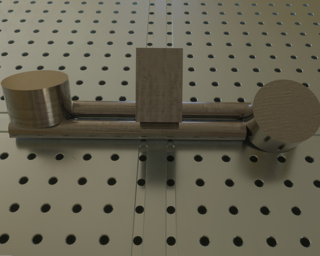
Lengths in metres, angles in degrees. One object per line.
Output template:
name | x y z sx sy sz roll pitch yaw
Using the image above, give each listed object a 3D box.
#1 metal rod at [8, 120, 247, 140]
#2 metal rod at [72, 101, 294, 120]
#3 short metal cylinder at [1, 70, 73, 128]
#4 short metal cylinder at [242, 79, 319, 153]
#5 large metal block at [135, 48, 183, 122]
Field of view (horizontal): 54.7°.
metal rod | -0.041 0.002 0.404 0.302 0.025 0.025 1 50 0
metal rod | 0.033 -0.024 0.427 0.302 0.025 0.025 1 50 0
short metal cylinder | -0.158 -0.040 0.405 0.081 0.050 0.080 0 27 0
short metal cylinder | 0.149 -0.013 0.386 0.081 0.050 0.080 0 72 0
large metal block | 0.000 -0.048 0.373 0.050 0.080 0.079 1 92 0
